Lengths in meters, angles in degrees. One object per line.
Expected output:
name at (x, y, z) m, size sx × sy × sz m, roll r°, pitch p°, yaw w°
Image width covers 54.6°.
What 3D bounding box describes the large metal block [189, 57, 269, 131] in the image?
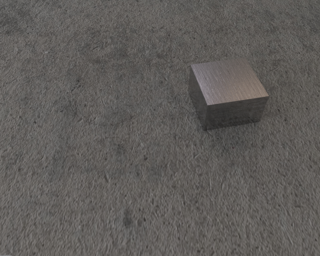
large metal block at (0.090, -0.048, 0.428) m, size 0.080 × 0.050 × 0.080 m, roll -9°, pitch 51°, yaw -8°
